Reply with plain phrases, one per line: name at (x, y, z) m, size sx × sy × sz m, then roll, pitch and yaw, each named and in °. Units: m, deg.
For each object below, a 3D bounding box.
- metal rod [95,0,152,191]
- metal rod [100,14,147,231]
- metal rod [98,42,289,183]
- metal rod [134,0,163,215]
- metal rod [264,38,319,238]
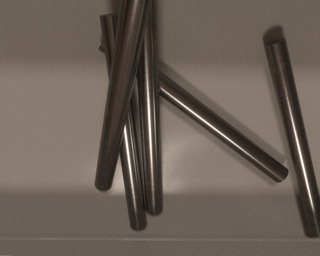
metal rod at (-0.047, -0.023, 0.339) m, size 0.025 × 0.025 × 0.298 m, roll 13°, pitch 134°, yaw -5°
metal rod at (-0.042, 0.012, 0.398) m, size 0.025 × 0.025 × 0.298 m, roll -4°, pitch 116°, yaw 1°
metal rod at (0.053, -0.019, 0.405) m, size 0.301 × 0.025 × 0.025 m, roll 36°, pitch 106°, yaw -13°
metal rod at (-0.012, -0.013, 0.385) m, size 0.025 × 0.025 × 0.298 m, roll -2°, pitch 118°, yaw 0°
metal rod at (0.190, 0.027, 0.424) m, size 0.025 × 0.025 × 0.298 m, roll -19°, pitch 109°, yaw 6°
